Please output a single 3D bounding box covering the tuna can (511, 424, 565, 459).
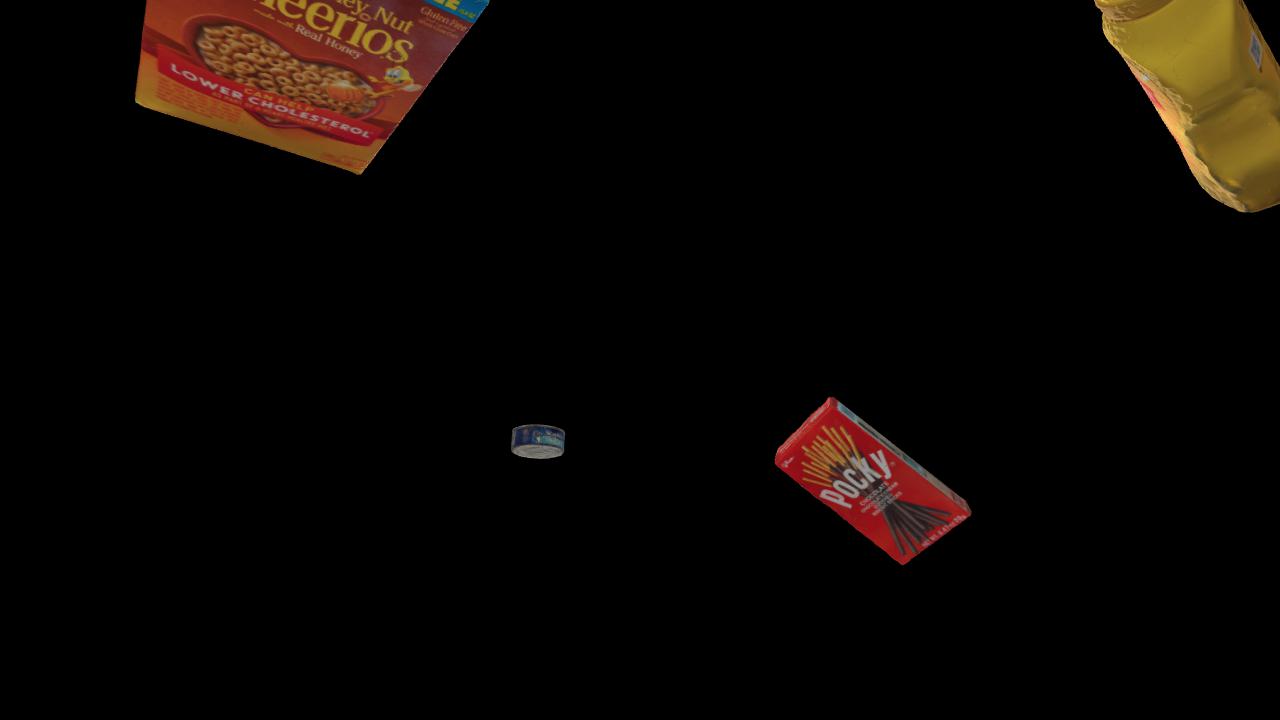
[{"bbox_3d":[-0.160,0.129,0.968,0.084,0.034,0.084,0,-24,0],"label":"tuna can"}]

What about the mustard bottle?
[{"bbox_3d":[0.297,-0.162,0.328,0.184,0.092,0.054,29,-31,-27],"label":"mustard bottle"}]

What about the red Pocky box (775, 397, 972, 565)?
[{"bbox_3d":[0.208,0.112,0.561,0.155,0.083,0.028,38,29,3],"label":"red Pocky box"}]

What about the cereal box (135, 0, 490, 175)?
[{"bbox_3d":[-0.287,-0.284,0.520,0.203,0.081,0.306,11,-19,-40],"label":"cereal box"}]
